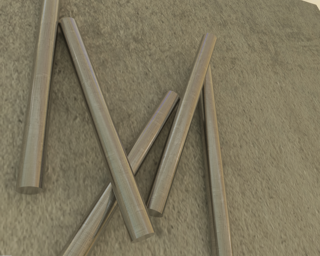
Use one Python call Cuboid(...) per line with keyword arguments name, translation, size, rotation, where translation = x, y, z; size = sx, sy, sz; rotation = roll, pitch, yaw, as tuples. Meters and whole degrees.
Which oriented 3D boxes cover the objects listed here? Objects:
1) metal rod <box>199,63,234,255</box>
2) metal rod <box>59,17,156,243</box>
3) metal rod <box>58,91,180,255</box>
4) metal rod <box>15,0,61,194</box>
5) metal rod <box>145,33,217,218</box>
Cuboid(name="metal rod", translation=(0.071, 0.024, 0.429), size=(0.025, 0.025, 0.299), rotation=(13, 56, -21))
Cuboid(name="metal rod", translation=(-0.071, -0.019, 0.357), size=(0.025, 0.025, 0.299), rotation=(-7, 59, -32))
Cuboid(name="metal rod", translation=(-0.043, 0.057, 0.346), size=(0.025, 0.025, 0.301), rotation=(35, 51, -5))
Cuboid(name="metal rod", translation=(-0.140, -0.070, 0.371), size=(0.025, 0.025, 0.299), rotation=(8, 58, -24))
Cuboid(name="metal rod", translation=(0.036, -0.025, 0.423), size=(0.025, 0.025, 0.300), rotation=(28, 57, -11))
